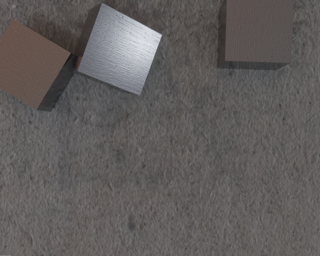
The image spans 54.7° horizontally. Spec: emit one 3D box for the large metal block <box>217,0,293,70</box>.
[{"bbox_3d":[0.120,-0.120,0.399,0.081,0.050,0.079,2,90,-1],"label":"large metal block"}]

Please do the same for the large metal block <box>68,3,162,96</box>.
[{"bbox_3d":[-0.056,-0.093,0.380,0.081,0.050,0.080,20,90,-30],"label":"large metal block"}]

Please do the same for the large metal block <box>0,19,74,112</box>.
[{"bbox_3d":[-0.162,-0.076,0.395,0.080,0.050,0.080,31,90,0],"label":"large metal block"}]
